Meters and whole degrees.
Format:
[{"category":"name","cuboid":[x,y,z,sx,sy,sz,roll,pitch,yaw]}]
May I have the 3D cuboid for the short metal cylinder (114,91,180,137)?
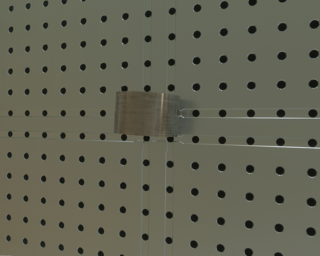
[{"category":"short metal cylinder","cuboid":[-0.016,-0.017,0.390,0.080,0.080,0.050,4,92,20]}]
